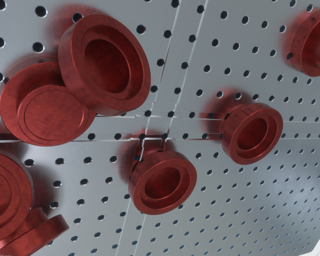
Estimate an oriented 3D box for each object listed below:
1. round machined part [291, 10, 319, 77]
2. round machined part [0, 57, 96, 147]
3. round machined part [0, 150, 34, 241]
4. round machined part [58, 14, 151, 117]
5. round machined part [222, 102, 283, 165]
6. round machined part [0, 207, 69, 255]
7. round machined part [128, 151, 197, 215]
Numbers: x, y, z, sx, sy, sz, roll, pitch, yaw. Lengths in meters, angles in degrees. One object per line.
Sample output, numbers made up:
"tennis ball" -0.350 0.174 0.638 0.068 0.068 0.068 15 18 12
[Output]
"round machined part" 0.248 -0.121 0.459 0.099 0.042 0.097 -14 124 -21
"round machined part" -0.113 -0.021 0.325 0.099 0.042 0.097 -14 124 -21
"round machined part" -0.185 0.068 0.325 0.099 0.042 0.097 -1 94 -18
"round machined part" -0.058 -0.058 0.309 0.042 0.098 0.098 -18 143 39
"round machined part" 0.136 0.005 0.476 0.099 0.042 0.097 -14 124 -21
"round machined part" -0.163 0.131 0.370 0.098 0.042 0.098 -34 172 -5
"round machined part" 0.000 0.073 0.445 0.099 0.042 0.097 -14 124 -21
